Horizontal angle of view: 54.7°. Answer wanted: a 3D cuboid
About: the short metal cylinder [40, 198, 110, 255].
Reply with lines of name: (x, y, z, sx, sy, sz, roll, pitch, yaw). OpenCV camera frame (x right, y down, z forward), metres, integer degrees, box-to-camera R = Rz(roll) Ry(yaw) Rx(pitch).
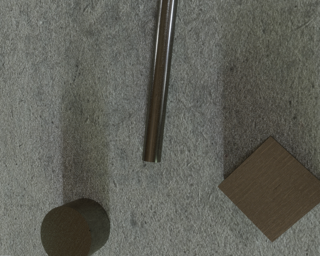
short metal cylinder: (-0.118, 0.144, 0.436, 0.080, 0.050, 0.079, 0, 90, 19)

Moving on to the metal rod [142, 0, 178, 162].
metal rod: (0.004, -0.105, 0.406, 0.025, 0.025, 0.298, 7, 92, 19)

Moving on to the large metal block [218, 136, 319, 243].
large metal block: (0.126, 0.065, 0.351, 0.080, 0.050, 0.080, 46, 104, 14)
